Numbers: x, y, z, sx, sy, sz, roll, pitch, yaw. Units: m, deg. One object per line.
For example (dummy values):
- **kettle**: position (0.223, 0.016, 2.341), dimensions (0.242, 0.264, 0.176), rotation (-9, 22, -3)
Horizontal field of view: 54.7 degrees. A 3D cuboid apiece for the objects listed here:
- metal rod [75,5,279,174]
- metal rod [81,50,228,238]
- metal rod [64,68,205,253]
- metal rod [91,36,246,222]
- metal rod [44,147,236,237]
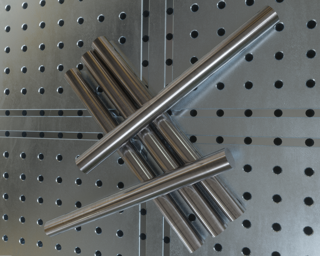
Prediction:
- **metal rod**: position (0.016, -0.042, 0.385), dimensions (0.300, 0.025, 0.025), rotation (-38, 78, 7)
- **metal rod**: position (-0.014, 0.013, 0.417), dimensions (0.025, 0.025, 0.299), rotation (-41, 78, 15)
- **metal rod**: position (-0.041, 0.036, 0.426), dimensions (0.025, 0.025, 0.299), rotation (-41, 78, 15)
- **metal rod**: position (0.004, -0.007, 0.410), dimensions (0.025, 0.025, 0.300), rotation (-42, 77, 15)
- **metal rod**: position (-0.044, 0.093, 0.405), dimensions (0.300, 0.025, 0.025), rotation (-26, 82, 26)
